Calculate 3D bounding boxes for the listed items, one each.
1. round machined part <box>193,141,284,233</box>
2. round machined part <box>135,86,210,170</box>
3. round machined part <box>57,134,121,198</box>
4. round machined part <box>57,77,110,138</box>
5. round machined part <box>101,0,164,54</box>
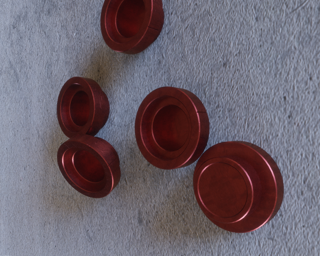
[{"bbox_3d":[0.076,0.063,0.331,0.098,0.042,0.097,0,90,40],"label":"round machined part"},{"bbox_3d":[0.019,0.000,0.379,0.098,0.042,0.097,0,90,40],"label":"round machined part"},{"bbox_3d":[-0.099,0.052,0.460,0.098,0.042,0.097,13,121,22],"label":"round machined part"},{"bbox_3d":[-0.118,-0.030,0.492,0.098,0.042,0.097,0,90,40],"label":"round machined part"},{"bbox_3d":[-0.033,-0.149,0.421,0.098,0.042,0.097,0,90,40],"label":"round machined part"}]
